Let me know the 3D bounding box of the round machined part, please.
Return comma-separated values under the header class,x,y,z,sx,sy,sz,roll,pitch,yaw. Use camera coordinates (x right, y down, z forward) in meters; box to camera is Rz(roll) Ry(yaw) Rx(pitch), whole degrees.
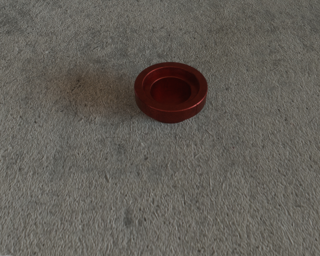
class,x,y,z,sx,sy,sz,roll,pitch,yaw
round machined part,0.015,-0.044,0.430,0.099,0.042,0.098,0,50,0
